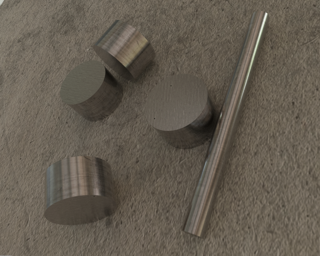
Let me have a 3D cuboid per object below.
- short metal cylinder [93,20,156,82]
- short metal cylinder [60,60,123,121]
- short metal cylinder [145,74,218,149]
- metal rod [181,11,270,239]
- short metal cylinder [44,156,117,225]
[{"bbox_3d":[-0.053,-0.115,0.467,0.080,0.080,0.050,32,80,38],"label":"short metal cylinder"},{"bbox_3d":[-0.105,-0.057,0.478,0.080,0.050,0.080,-13,56,21],"label":"short metal cylinder"},{"bbox_3d":[0.028,-0.020,0.386,0.080,0.050,0.080,-13,56,21],"label":"short metal cylinder"},{"bbox_3d":[0.085,-0.021,0.371,0.025,0.025,0.300,8,66,32],"label":"metal rod"},{"bbox_3d":[-0.096,0.077,0.372,0.080,0.080,0.050,-25,53,13],"label":"short metal cylinder"}]
